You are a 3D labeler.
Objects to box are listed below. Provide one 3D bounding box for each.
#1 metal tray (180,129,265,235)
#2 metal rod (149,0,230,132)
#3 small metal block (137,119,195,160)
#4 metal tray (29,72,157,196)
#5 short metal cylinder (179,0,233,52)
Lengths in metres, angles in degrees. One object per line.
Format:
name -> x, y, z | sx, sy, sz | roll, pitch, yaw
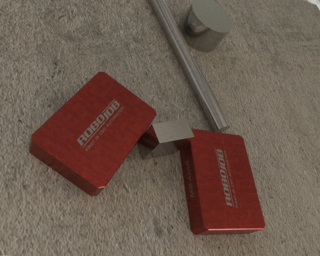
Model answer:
metal tray -> 0.078, 0.069, 0.403 | 0.091, 0.030, 0.130 | 8, 58, -25
metal rod -> 0.035, -0.127, 0.502 | 0.025, 0.025, 0.299 | -10, 67, -33
small metal block -> 0.006, 0.015, 0.383 | 0.050, 0.050, 0.025 | -9, 67, -32
metal tray -> -0.072, 0.002, 0.362 | 0.090, 0.030, 0.130 | 37, 51, -4
short metal cylinder -> 0.079, -0.180, 0.543 | 0.081, 0.050, 0.080 | 14, 56, -21
